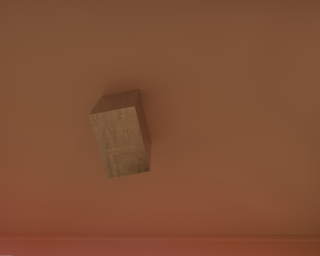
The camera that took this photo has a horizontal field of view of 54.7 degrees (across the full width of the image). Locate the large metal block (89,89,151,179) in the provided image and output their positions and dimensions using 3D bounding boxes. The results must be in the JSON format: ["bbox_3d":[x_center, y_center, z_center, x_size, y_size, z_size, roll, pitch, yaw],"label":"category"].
[{"bbox_3d":[-0.044,0.004,0.383,0.050,0.080,0.079,-11,110,3],"label":"large metal block"}]
